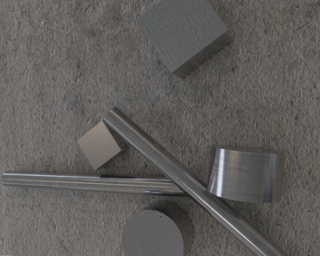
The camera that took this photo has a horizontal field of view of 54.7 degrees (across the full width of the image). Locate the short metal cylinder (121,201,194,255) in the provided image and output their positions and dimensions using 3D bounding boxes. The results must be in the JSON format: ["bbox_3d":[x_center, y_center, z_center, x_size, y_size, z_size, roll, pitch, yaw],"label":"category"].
[{"bbox_3d":[-0.002,0.138,0.396,0.080,0.050,0.080,0,90,20],"label":"short metal cylinder"}]

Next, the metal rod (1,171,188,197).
[{"bbox_3d":[-0.101,0.078,0.444,0.301,0.025,0.025,-1,90,19],"label":"metal rod"}]

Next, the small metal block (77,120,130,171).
[{"bbox_3d":[-0.080,0.024,0.437,0.050,0.025,0.050,-37,78,16],"label":"small metal block"}]

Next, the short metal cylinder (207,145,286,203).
[{"bbox_3d":[0.095,0.048,0.346,0.080,0.080,0.050,5,92,20],"label":"short metal cylinder"}]

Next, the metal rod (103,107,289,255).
[{"bbox_3d":[0.051,0.080,0.369,0.300,0.025,0.025,41,103,7],"label":"metal rod"}]

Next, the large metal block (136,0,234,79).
[{"bbox_3d":[0.032,-0.120,0.384,0.080,0.050,0.080,-36,79,16],"label":"large metal block"}]
